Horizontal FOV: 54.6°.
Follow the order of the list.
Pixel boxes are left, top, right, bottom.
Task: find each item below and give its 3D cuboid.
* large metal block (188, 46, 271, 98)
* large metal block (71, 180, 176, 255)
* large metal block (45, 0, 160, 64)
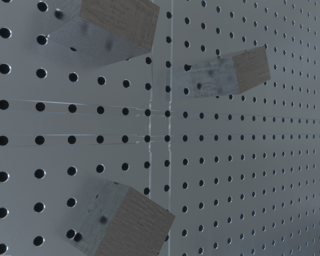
[{"bbox_3d":[0.103,-0.082,0.458,0.081,0.080,0.050,-25,106,-37],"label":"large metal block"},{"bbox_3d":[-0.040,0.117,0.359,0.080,0.050,0.080,41,65,-32],"label":"large metal block"},{"bbox_3d":[-0.060,-0.110,0.322,0.080,0.080,0.050,17,79,-39],"label":"large metal block"}]
